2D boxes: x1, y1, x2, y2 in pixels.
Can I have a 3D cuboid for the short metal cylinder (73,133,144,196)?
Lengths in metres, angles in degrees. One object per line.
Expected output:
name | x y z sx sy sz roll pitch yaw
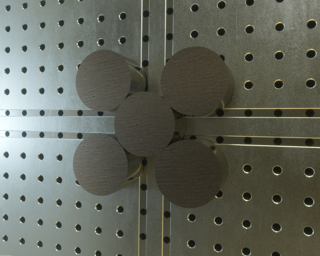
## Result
short metal cylinder | -0.069 0.047 0.421 0.080 0.050 0.079 0 90 19

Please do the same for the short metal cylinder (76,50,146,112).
short metal cylinder | -0.065 -0.061 0.420 0.080 0.050 0.079 0 90 19

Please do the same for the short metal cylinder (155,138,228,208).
short metal cylinder | 0.040 0.053 0.384 0.080 0.050 0.079 0 90 19

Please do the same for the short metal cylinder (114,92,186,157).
short metal cylinder | -0.012 -0.005 0.402 0.080 0.050 0.079 0 90 19

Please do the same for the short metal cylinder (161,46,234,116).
short metal cylinder | 0.047 -0.054 0.380 0.080 0.050 0.079 0 90 19
